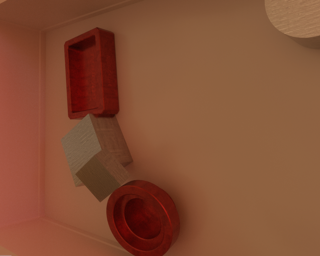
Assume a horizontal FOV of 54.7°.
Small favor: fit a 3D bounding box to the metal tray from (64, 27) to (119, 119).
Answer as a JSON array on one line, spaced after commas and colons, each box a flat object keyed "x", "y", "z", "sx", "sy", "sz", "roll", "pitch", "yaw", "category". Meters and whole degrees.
[{"x": -0.110, "y": -0.082, "z": 0.491, "sx": 0.090, "sy": 0.030, "sz": 0.129, "roll": -7, "pitch": 86, "yaw": 39, "category": "metal tray"}]

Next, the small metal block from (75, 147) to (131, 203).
[{"x": -0.075, "y": 0.062, "z": 0.407, "sx": 0.050, "sy": 0.025, "sz": 0.050, "roll": 49, "pitch": 123, "yaw": 1, "category": "small metal block"}]

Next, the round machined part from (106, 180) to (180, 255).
[{"x": -0.018, "y": 0.113, "z": 0.398, "sx": 0.098, "sy": 0.042, "sz": 0.097, "roll": 8, "pitch": 106, "yaw": 29, "category": "round machined part"}]

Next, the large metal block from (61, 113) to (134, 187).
[{"x": -0.097, "y": 0.033, "z": 0.468, "sx": 0.080, "sy": 0.050, "sz": 0.080, "roll": -36, "pitch": 68, "yaw": 34, "category": "large metal block"}]

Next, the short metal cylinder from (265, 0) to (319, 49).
[{"x": 0.142, "y": -0.115, "z": 0.273, "sx": 0.080, "sy": 0.050, "sz": 0.079, "roll": 0, "pitch": 90, "yaw": 39, "category": "short metal cylinder"}]
